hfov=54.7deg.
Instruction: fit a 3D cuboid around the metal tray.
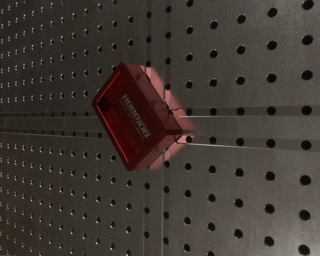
[{"bbox_3d":[-0.038,-0.016,0.435,0.090,0.030,0.130,-47,63,29],"label":"metal tray"}]
